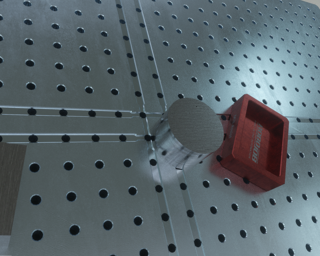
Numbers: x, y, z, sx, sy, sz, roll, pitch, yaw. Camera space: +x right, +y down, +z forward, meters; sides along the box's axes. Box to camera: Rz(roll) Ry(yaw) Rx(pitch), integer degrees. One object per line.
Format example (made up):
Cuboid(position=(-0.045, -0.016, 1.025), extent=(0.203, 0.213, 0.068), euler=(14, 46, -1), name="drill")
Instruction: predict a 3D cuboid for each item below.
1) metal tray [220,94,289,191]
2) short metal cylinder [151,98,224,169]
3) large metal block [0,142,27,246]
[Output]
Cuboid(position=(0.148, 0.019, 0.472), extent=(0.090, 0.030, 0.130), euler=(30, 52, -9), name="metal tray")
Cuboid(position=(0.036, 0.007, 0.407), extent=(0.081, 0.050, 0.080), euler=(14, 56, -21), name="short metal cylinder")
Cuboid(position=(-0.167, 0.056, 0.268), extent=(0.081, 0.050, 0.080), euler=(10, 57, -23), name="large metal block")
